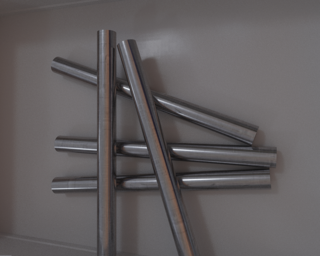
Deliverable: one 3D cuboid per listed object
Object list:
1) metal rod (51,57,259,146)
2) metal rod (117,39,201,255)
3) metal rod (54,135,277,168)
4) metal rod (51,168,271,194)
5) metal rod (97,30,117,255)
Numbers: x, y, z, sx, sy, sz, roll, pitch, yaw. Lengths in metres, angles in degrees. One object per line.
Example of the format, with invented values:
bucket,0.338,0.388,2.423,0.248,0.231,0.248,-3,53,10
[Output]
metal rod,-0.020,-0.042,0.414,0.301,0.025,0.025,21,97,18
metal rod,0.000,0.034,0.381,0.025,0.025,0.299,-19,84,19
metal rod,-0.007,0.029,0.410,0.301,0.025,0.025,2,91,19
metal rod,-0.012,0.073,0.412,0.301,0.025,0.025,-5,88,19
metal rod,-0.070,0.024,0.405,0.025,0.025,0.298,0,90,19
